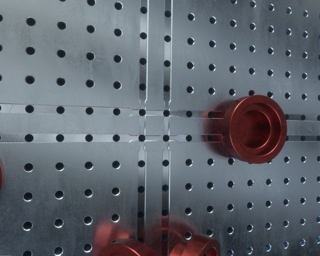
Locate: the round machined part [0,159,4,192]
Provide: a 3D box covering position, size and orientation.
[{"bbox_3d":[-0.220,0.055,0.322,0.099,0.042,0.097,0,90,-21],"label":"round machined part"}]

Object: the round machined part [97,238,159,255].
[{"bbox_3d":[-0.030,0.182,0.374,0.042,0.098,0.097,-4,92,-56],"label":"round machined part"}]

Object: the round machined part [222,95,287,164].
[{"bbox_3d":[0.133,0.002,0.454,0.099,0.042,0.097,0,90,-21],"label":"round machined part"}]

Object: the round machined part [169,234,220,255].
[{"bbox_3d":[0.039,0.186,0.403,0.099,0.042,0.097,-22,116,-53],"label":"round machined part"}]
